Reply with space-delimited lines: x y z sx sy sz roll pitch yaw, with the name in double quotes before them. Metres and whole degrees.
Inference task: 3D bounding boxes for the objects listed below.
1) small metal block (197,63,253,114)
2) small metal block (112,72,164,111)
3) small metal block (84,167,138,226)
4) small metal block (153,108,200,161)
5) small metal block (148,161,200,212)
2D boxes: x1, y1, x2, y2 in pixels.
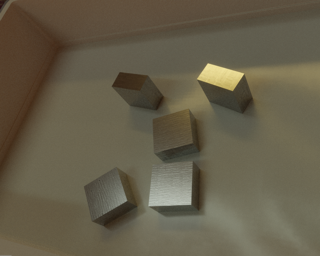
"small metal block" 0.080 -0.048 0.377 0.050 0.050 0.025 26 76 37
"small metal block" -0.031 -0.052 0.438 0.050 0.050 0.025 13 69 33
"small metal block" -0.062 0.085 0.386 0.050 0.025 0.050 -31 52 8
"small metal block" 0.020 0.009 0.390 0.050 0.025 0.050 -16 55 19
"small metal block" 0.017 0.068 0.355 0.050 0.025 0.050 -9 58 23
